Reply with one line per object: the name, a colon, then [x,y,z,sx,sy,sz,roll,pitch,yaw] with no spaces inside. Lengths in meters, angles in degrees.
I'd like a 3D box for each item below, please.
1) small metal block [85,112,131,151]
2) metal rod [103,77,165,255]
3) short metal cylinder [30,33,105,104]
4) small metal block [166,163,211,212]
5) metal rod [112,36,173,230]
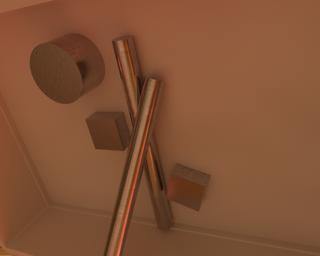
small metal block: [-0.074,0.004,0.448,0.050,0.025,0.050,2,119,27]
metal rod: [-0.042,0.083,0.402,0.025,0.025,0.298,17,100,18]
short metal cylinder: [-0.120,-0.078,0.406,0.080,0.050,0.079,13,124,20]
small metal block: [0.040,0.084,0.439,0.050,0.025,0.050,19,126,16]
metal rod: [-0.019,0.025,0.432,0.025,0.025,0.298,3,120,26]
